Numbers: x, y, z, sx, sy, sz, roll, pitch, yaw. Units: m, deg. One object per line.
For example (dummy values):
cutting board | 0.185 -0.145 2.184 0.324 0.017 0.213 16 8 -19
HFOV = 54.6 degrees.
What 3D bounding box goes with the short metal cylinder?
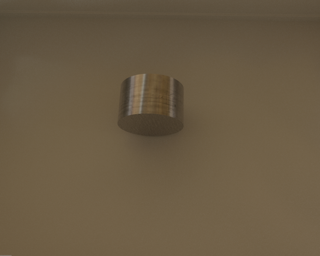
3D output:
short metal cylinder | -0.011 -0.026 0.387 0.080 0.080 0.050 2 70 1
